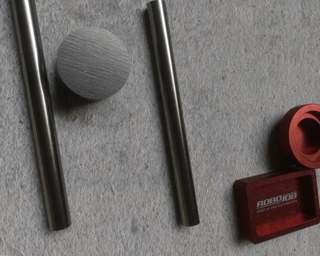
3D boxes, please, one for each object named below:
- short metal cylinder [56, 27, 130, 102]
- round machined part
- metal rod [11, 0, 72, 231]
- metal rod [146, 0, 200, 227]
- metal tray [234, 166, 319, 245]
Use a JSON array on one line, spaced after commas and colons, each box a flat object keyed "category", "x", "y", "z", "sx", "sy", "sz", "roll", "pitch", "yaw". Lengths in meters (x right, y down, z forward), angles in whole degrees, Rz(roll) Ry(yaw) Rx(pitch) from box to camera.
[{"category": "short metal cylinder", "x": -0.081, "y": -0.072, "z": 0.366, "sx": 0.081, "sy": 0.050, "sz": 0.080, "roll": 0, "pitch": 90, "yaw": -20}, {"category": "round machined part", "x": 0.223, "y": 0.013, "z": 0.481, "sx": 0.099, "sy": 0.042, "sz": 0.097, "roll": 1, "pitch": 87, "yaw": -20}, {"category": "metal rod", "x": -0.139, "y": -0.031, "z": 0.357, "sx": 0.025, "sy": 0.025, "sz": 0.298, "roll": -9, "pitch": 93, "yaw": -20}, {"category": "metal rod", "x": 0.019, "y": -0.017, "z": 0.416, "sx": 0.025, "sy": 0.025, "sz": 0.298, "roll": -11, "pitch": 94, "yaw": -20}, {"category": "metal tray", "x": 0.181, "y": 0.114, "z": 0.473, "sx": 0.131, "sy": 0.030, "sz": 0.089, "roll": -9, "pitch": 93, "yaw": -20}]
